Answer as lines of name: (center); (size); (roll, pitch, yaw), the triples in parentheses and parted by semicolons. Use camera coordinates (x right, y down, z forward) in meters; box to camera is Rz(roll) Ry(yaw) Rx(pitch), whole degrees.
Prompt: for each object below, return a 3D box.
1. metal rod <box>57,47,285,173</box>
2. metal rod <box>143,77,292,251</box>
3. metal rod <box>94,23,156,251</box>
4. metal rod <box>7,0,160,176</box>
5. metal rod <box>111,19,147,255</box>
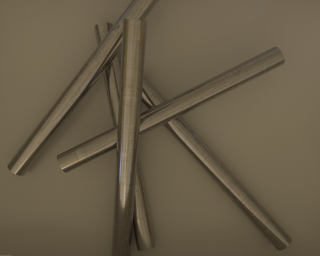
metal rod: (0.014, -0.023, 0.385); (0.301, 0.025, 0.025); (-27, 90, -1)
metal rod: (0.064, 0.043, 0.412); (0.025, 0.025, 0.300); (-42, 91, 0)
metal rod: (-0.046, 0.011, 0.410); (0.025, 0.025, 0.298); (-11, 90, 0)
metal rod: (-0.095, -0.059, 0.389); (0.025, 0.025, 0.299); (40, 98, -1)
metal rod: (-0.039, 0.029, 0.365); (0.025, 0.025, 0.298); (5, 108, -1)
